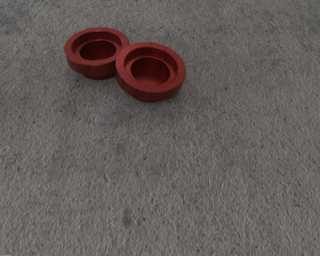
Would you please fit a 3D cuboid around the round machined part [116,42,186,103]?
[{"bbox_3d":[-0.015,-0.075,0.448,0.099,0.042,0.098,5,55,-8],"label":"round machined part"}]

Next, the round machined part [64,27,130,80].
[{"bbox_3d":[-0.095,-0.113,0.486,0.099,0.042,0.098,0,50,0],"label":"round machined part"}]
